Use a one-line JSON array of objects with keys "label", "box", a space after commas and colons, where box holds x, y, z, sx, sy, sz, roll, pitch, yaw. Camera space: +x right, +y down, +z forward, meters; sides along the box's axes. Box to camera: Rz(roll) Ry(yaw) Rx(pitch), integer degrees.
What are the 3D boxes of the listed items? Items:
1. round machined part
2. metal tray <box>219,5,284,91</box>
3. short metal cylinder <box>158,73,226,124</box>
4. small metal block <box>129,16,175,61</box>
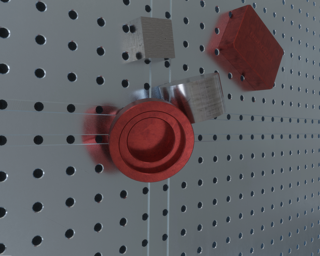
[{"label": "round machined part", "box": [-0.012, 0.012, 0.370, 0.099, 0.042, 0.097, -3, 107, -11]}, {"label": "metal tray", "box": [0.164, -0.137, 0.544, 0.130, 0.030, 0.090, 35, 68, -35]}, {"label": "short metal cylinder", "box": [0.043, -0.039, 0.410, 0.081, 0.080, 0.050, -23, 105, -38]}, {"label": "small metal block", "box": [-0.010, -0.114, 0.401, 0.050, 0.025, 0.050, -11, 97, -40]}]
